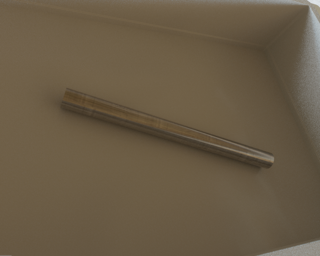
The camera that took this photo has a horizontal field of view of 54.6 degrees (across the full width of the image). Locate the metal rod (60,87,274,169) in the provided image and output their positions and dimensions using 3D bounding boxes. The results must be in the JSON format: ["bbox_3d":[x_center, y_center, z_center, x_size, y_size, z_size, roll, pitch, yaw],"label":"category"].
[{"bbox_3d":[0.023,0.006,0.412,0.302,0.025,0.025,17,55,-18],"label":"metal rod"}]
